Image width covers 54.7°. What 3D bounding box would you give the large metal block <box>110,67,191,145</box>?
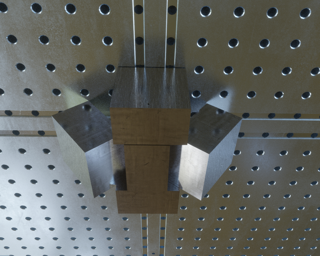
[{"bbox_3d":[-0.010,-0.027,0.351,0.081,0.080,0.050,1,130,-1],"label":"large metal block"}]

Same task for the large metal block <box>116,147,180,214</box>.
[{"bbox_3d":[-0.016,0.072,0.435,0.081,0.080,0.050,1,130,-1],"label":"large metal block"}]

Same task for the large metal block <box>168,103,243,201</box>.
[{"bbox_3d":[0.055,0.028,0.389,0.050,0.080,0.079,27,136,27],"label":"large metal block"}]

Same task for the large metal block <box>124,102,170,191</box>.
[{"bbox_3d":[-0.015,0.023,0.394,0.050,0.080,0.079,1,130,-1],"label":"large metal block"}]

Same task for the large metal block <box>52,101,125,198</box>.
[{"bbox_3d":[-0.086,0.025,0.388,0.050,0.080,0.079,-28,139,-30],"label":"large metal block"}]
